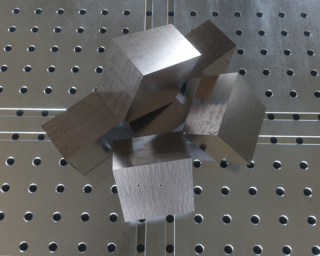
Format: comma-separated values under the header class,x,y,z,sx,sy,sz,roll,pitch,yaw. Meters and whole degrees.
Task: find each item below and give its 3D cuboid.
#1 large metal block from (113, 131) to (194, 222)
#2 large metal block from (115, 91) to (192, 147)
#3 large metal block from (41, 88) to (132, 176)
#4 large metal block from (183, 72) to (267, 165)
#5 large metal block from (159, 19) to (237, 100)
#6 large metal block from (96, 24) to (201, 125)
class,x,y,z,sx,sy,sz,roll,pitch,yaw
large metal block,-0.007,0.055,0.355,0.080,0.080,0.050,-8,34,-3
large metal block,-0.008,-0.019,0.407,0.080,0.050,0.080,-37,74,-13
large metal block,-0.083,0.007,0.378,0.080,0.080,0.050,-36,74,-12
large metal block,0.081,-0.010,0.379,0.050,0.080,0.080,2,63,45
large metal block,0.046,-0.082,0.413,0.080,0.080,0.050,-37,75,-13
large metal block,-0.014,-0.058,0.337,0.081,0.080,0.050,-27,70,-36
